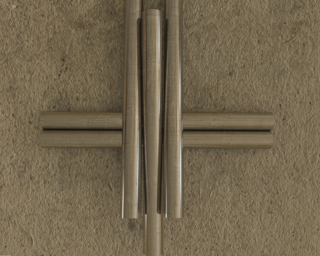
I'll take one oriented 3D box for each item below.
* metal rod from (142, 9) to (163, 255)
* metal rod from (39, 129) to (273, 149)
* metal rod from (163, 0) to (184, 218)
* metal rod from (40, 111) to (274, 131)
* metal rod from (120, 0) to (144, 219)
[{"bbox_3d":[-0.009,0.005,0.385,0.025,0.025,0.298,0,90,-1],"label":"metal rod"},{"bbox_3d":[-0.004,0.015,0.412,0.302,0.025,0.025,0,90,-1],"label":"metal rod"},{"bbox_3d":[0.017,-0.042,0.390,0.025,0.025,0.298,0,82,-1],"label":"metal rod"},{"bbox_3d":[-0.003,-0.010,0.412,0.302,0.025,0.025,0,90,-1],"label":"metal rod"},{"bbox_3d":[-0.034,-0.042,0.390,0.025,0.025,0.298,0,82,-1],"label":"metal rod"}]
